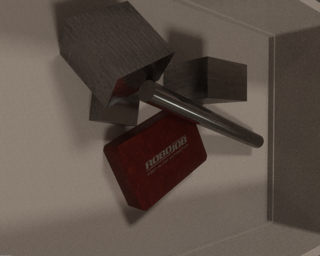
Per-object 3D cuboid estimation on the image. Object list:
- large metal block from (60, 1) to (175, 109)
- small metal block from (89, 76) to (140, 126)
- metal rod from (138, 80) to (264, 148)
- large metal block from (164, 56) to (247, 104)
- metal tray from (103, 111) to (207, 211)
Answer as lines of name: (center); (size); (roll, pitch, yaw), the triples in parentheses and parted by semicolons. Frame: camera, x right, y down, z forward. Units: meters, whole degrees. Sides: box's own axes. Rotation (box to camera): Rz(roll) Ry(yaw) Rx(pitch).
large metal block: (-0.046, -0.080, 0.330); (0.081, 0.050, 0.080); (-34, 78, -35)
small metal block: (-0.052, -0.030, 0.365); (0.050, 0.025, 0.050); (10, 84, -40)
metal rod: (0.080, -0.008, 0.444); (0.302, 0.025, 0.025); (19, 78, -49)
large metal block: (0.062, -0.061, 0.425); (0.081, 0.080, 0.050); (0, 91, -40)
metal tray: (0.000, 0.033, 0.406); (0.131, 0.030, 0.090); (-33, 111, -35)
